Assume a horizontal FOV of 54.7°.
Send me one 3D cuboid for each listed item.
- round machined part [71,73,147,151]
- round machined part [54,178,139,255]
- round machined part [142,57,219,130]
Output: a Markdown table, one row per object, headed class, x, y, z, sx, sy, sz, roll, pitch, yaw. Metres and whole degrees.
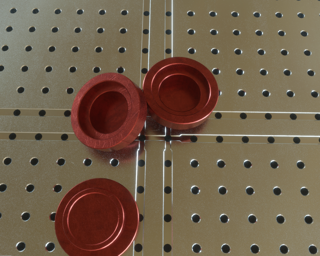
| class | x | y | z | sx | sy | sz | roll | pitch | yaw |
| --- | --- | --- | --- | --- | --- | --- | --- | --- | --- |
| round machined part | -0.061 | -0.018 | 0.396 | 0.098 | 0.042 | 0.098 | -5 | 75 | 21 |
| round machined part | -0.074 | 0.107 | 0.363 | 0.099 | 0.042 | 0.098 | 0 | 70 | -1 |
| round machined part | 0.025 | -0.043 | 0.416 | 0.099 | 0.042 | 0.098 | 2 | 68 | -5 |
